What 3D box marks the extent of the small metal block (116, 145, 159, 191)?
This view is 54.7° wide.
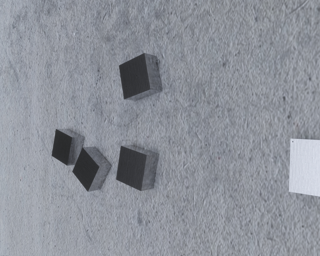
[{"bbox_3d":[-0.032,0.054,0.431,0.050,0.025,0.050,15,100,39],"label":"small metal block"}]

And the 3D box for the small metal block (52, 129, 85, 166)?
[{"bbox_3d":[-0.160,0.032,0.537,0.050,0.025,0.050,21,103,38],"label":"small metal block"}]

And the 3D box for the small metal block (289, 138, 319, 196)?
[{"bbox_3d":[0.148,0.035,0.282,0.050,0.025,0.050,2,92,40],"label":"small metal block"}]

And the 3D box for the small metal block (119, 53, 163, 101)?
[{"bbox_3d":[-0.027,-0.069,0.427,0.050,0.025,0.050,-15,80,39],"label":"small metal block"}]

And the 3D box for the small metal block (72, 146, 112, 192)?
[{"bbox_3d":[-0.109,0.065,0.495,0.050,0.025,0.050,41,115,32],"label":"small metal block"}]
